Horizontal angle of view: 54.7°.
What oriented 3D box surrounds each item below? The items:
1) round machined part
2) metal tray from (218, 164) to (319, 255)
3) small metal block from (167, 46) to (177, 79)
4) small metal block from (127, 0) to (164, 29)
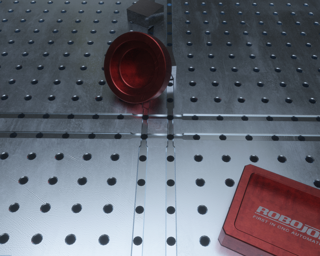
[{"bbox_3d":[-0.028,-0.086,0.445,0.098,0.097,0.042,25,19,19],"label":"round machined part"},{"bbox_3d":[0.137,0.101,0.320,0.130,0.030,0.090,20,53,16],"label":"metal tray"},{"bbox_3d":[-0.003,-0.103,0.494,0.050,0.025,0.050,-6,50,-5],"label":"small metal block"},{"bbox_3d":[-0.027,-0.220,0.592,0.050,0.025,0.050,28,55,21],"label":"small metal block"}]
